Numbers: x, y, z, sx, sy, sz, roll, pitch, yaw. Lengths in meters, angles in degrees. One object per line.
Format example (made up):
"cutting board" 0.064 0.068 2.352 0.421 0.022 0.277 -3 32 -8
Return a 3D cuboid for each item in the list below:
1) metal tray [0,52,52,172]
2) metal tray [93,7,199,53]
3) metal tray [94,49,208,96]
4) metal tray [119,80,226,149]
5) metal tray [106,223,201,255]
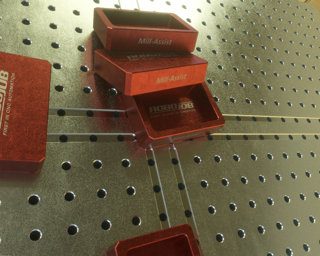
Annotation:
"metal tray" -0.168 -0.021 0.328 0.091 0.030 0.130 7 59 -25
"metal tray" -0.022 -0.142 0.447 0.131 0.030 0.090 -5 37 -23
"metal tray" -0.011 -0.084 0.423 0.131 0.030 0.090 -15 38 -34
"metal tray" 0.019 -0.028 0.433 0.131 0.030 0.090 -11 67 -33
"metal tray" 0.007 0.170 0.305 0.091 0.030 0.130 -4 64 -30
